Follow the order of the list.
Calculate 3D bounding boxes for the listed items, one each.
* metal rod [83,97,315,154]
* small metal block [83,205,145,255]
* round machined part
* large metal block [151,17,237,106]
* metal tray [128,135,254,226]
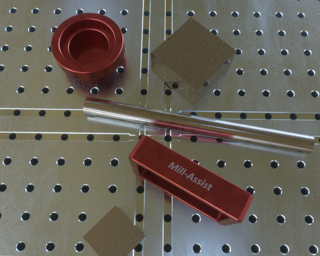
[{"bbox_3d":[0.048,-0.004,0.413,0.302,0.025,0.025,10,70,3],"label":"metal rod"},{"bbox_3d":[-0.053,0.128,0.364,0.050,0.025,0.050,43,75,14],"label":"small metal block"},{"bbox_3d":[-0.099,-0.111,0.442,0.099,0.042,0.098,0,70,-1],"label":"round machined part"},{"bbox_3d":[0.045,-0.092,0.433,0.080,0.050,0.080,41,75,13],"label":"large metal block"},{"bbox_3d":[0.030,0.063,0.354,0.130,0.090,0.030,29,73,9],"label":"metal tray"}]
